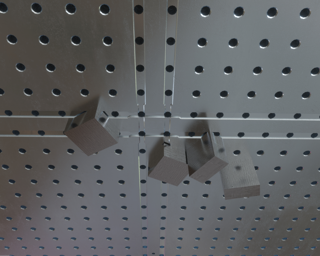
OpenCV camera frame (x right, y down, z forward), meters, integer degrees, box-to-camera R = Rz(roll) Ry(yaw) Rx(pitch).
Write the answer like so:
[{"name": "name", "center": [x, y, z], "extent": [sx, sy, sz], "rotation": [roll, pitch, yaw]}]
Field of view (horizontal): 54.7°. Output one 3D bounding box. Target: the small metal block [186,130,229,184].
[{"name": "small metal block", "center": [0.064, 0.040, 0.431], "extent": [0.025, 0.050, 0.050], "rotation": [30, 123, -24]}]

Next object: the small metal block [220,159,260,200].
[{"name": "small metal block", "center": [0.118, 0.076, 0.462], "extent": [0.050, 0.050, 0.025], "rotation": [-9, 130, 7]}]

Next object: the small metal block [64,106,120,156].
[{"name": "small metal block", "center": [-0.090, 0.005, 0.415], "extent": [0.050, 0.025, 0.050], "rotation": [-24, 127, 18]}]

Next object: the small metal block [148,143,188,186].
[{"name": "small metal block", "center": [0.016, 0.056, 0.459], "extent": [0.050, 0.025, 0.050], "rotation": [22, 127, -18]}]
